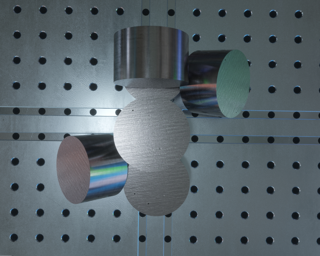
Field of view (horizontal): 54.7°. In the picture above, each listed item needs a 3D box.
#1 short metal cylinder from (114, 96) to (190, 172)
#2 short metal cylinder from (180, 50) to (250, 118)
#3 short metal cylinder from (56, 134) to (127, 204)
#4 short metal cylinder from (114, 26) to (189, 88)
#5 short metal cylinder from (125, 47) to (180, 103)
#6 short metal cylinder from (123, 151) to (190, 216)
[{"bbox_3d":[-0.008,0.006,0.350,0.081,0.050,0.079,0,90,0],"label":"short metal cylinder"},{"bbox_3d":[0.069,-0.055,0.379,0.050,0.080,0.080,11,90,40],"label":"short metal cylinder"},{"bbox_3d":[-0.085,0.048,0.380,0.050,0.080,0.080,-2,90,-44],"label":"short metal cylinder"},{"bbox_3d":[-0.009,-0.073,0.334,0.081,0.080,0.050,0,90,0],"label":"short metal cylinder"},{"bbox_3d":[-0.007,-0.069,0.400,0.081,0.050,0.079,0,91,0],"label":"short metal cylinder"},{"bbox_3d":[-0.004,0.067,0.400,0.081,0.050,0.079,0,91,-1],"label":"short metal cylinder"}]
